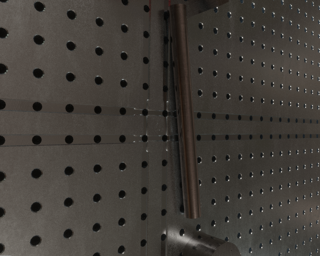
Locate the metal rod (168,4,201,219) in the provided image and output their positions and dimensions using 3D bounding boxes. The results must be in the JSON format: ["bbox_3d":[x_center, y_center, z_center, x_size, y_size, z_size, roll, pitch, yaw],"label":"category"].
[{"bbox_3d":[0.036,-0.020,0.441,0.025,0.025,0.298,-8,95,-40],"label":"metal rod"}]

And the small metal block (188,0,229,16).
[{"bbox_3d":[0.066,-0.198,0.450,0.025,0.050,0.050,-36,113,-35],"label":"small metal block"}]

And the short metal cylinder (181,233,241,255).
[{"bbox_3d":[0.075,0.203,0.459,0.081,0.050,0.079,0,90,-40],"label":"short metal cylinder"}]
